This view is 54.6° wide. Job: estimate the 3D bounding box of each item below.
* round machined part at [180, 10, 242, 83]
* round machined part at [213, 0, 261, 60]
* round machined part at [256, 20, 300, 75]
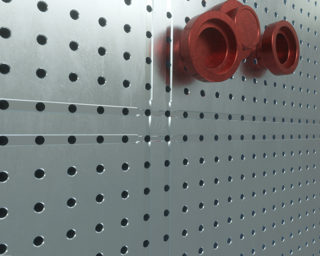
[{"bbox_3d":[0.069,-0.114,0.447,0.099,0.042,0.097,-4,97,-31],"label":"round machined part"},{"bbox_3d":[0.126,-0.158,0.502,0.099,0.042,0.097,0,90,-40],"label":"round machined part"},{"bbox_3d":[0.216,-0.146,0.577,0.099,0.042,0.097,0,90,-40],"label":"round machined part"}]
